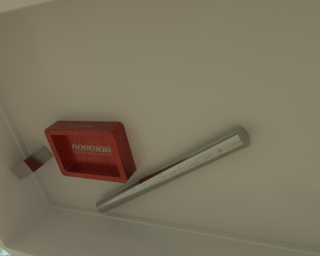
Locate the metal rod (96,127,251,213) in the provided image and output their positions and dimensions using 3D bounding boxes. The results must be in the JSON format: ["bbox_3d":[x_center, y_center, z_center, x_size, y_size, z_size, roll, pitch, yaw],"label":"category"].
[{"bbox_3d":[-0.002,0.074,0.453,0.299,0.025,0.025,-32,101,38],"label":"metal rod"}]

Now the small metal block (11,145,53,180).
[{"bbox_3d":[-0.225,0.061,0.546,0.050,0.050,0.025,-27,104,37],"label":"small metal block"}]

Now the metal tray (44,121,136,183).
[{"bbox_3d":[-0.109,0.036,0.482,0.130,0.030,0.089,1,119,27],"label":"metal tray"}]
